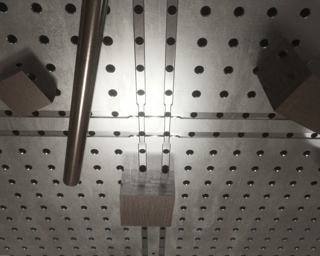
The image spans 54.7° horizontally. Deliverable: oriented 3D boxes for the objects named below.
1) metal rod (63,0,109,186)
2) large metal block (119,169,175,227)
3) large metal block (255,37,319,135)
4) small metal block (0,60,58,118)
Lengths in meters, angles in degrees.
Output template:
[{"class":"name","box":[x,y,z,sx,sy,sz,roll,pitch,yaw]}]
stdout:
[{"class":"metal rod","box":[-0.097,-0.030,0.384,0.025,0.025,0.298,11,129,-10]},{"class":"large metal block","box":[-0.020,0.112,0.490,0.081,0.050,0.079,2,130,-3]},{"class":"large metal block","box":[0.162,-0.044,0.340,0.080,0.080,0.050,23,126,-19]},{"class":"small metal block","box":[-0.162,-0.046,0.370,0.050,0.025,0.050,-22,127,17]}]
